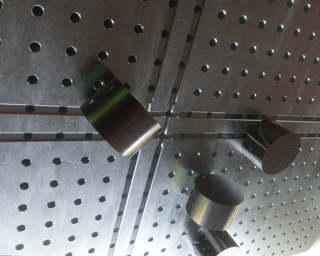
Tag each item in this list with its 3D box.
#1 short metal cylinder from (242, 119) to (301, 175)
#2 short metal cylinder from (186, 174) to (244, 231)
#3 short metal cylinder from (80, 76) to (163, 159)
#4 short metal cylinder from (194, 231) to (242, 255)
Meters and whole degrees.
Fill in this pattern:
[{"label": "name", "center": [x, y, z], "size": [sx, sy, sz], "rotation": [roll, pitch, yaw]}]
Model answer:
[{"label": "short metal cylinder", "center": [0.186, 0.031, 0.519], "size": [0.081, 0.050, 0.079], "rotation": [-14, 125, -21]}, {"label": "short metal cylinder", "center": [0.087, 0.118, 0.499], "size": [0.081, 0.080, 0.050], "rotation": [1, 118, -29]}, {"label": "short metal cylinder", "center": [-0.042, -0.012, 0.347], "size": [0.050, 0.080, 0.080], "rotation": [-42, 130, 0]}, {"label": "short metal cylinder", "center": [0.114, 0.245, 0.612], "size": [0.081, 0.050, 0.079], "rotation": [-14, 124, -21]}]
